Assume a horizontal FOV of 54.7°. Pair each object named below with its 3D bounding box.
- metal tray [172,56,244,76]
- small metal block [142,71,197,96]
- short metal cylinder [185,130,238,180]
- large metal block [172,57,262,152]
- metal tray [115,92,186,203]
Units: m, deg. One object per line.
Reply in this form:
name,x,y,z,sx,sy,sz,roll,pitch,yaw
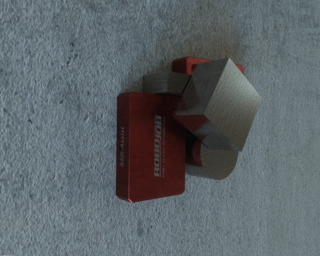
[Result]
metal tray,0.077,-0.054,0.466,0.131,0.030,0.089,-2,92,-40
small metal block,0.012,-0.055,0.400,0.050,0.050,0.025,1,90,-40
short metal cylinder,0.068,0.032,0.446,0.081,0.050,0.080,0,91,-39
large metal block,0.073,-0.027,0.384,0.080,0.050,0.080,40,66,-33
metal tray,-0.010,0.023,0.396,0.091,0.030,0.129,1,90,-40
